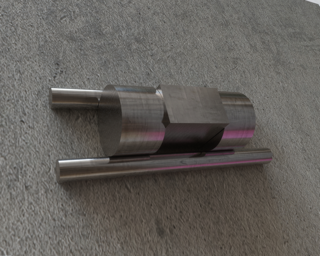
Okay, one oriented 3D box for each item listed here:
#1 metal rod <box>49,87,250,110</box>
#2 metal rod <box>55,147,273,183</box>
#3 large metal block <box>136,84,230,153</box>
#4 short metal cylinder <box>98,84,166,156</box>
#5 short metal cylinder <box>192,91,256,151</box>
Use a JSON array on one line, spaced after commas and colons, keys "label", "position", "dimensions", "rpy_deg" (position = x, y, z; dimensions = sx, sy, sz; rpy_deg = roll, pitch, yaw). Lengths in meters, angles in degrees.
[{"label": "metal rod", "position": [0.006, -0.036, 0.431], "dimensions": [0.303, 0.025, 0.025], "rpy_deg": [-1, 62, -29]}, {"label": "metal rod", "position": [0.027, 0.043, 0.393], "dimensions": [0.303, 0.025, 0.025], "rpy_deg": [-1, 62, -29]}, {"label": "large metal block", "position": [0.024, -0.009, 0.385], "dimensions": [0.081, 0.080, 0.050], "rpy_deg": [0, 62, -28]}, {"label": "short metal cylinder", "position": [-0.035, -0.009, 0.356], "dimensions": [0.050, 0.080, 0.080], "rpy_deg": [-1, 62, -29]}, {"label": "short metal cylinder", "position": [0.081, -0.010, 0.419], "dimensions": [0.050, 0.080, 0.080], "rpy_deg": [-1, 62, -29]}]
